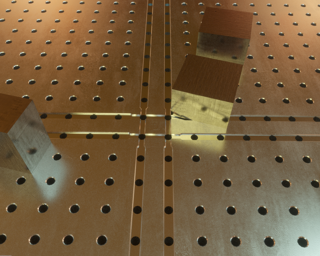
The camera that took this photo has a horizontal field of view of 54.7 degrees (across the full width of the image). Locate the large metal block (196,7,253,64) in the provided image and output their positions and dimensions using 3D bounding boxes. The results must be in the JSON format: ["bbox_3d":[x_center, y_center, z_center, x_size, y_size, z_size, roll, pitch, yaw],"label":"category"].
[{"bbox_3d":[0.110,-0.158,0.525,0.080,0.050,0.080,11,51,9],"label":"large metal block"}]

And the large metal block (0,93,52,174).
[{"bbox_3d":[-0.187,0.004,0.366,0.080,0.080,0.050,11,51,9],"label":"large metal block"}]

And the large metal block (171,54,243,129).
[{"bbox_3d":[0.066,-0.054,0.437,0.080,0.050,0.080,15,51,11],"label":"large metal block"}]
